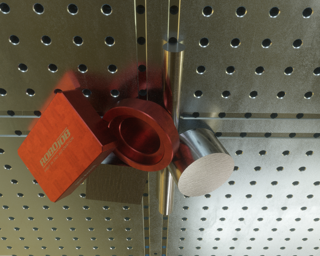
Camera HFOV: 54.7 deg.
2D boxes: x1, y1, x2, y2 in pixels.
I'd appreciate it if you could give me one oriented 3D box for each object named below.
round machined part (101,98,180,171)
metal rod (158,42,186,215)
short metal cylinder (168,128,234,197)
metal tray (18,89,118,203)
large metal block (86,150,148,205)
[{"bbox_3d":[-0.020,0.004,0.387,0.098,0.042,0.097,16,132,19],"label":"round machined part"},{"bbox_3d":[0.013,0.025,0.434,0.025,0.025,0.298,1,130,-1],"label":"metal rod"},{"bbox_3d":[0.052,0.047,0.418,0.081,0.050,0.079,-14,132,-15],"label":"short metal cylinder"},{"bbox_3d":[-0.122,0.025,0.396,0.129,0.030,0.090,-44,80,30],"label":"metal tray"},{"bbox_3d":[-0.061,0.063,0.448,0.081,0.050,0.079,8,130,-7],"label":"large metal block"}]
